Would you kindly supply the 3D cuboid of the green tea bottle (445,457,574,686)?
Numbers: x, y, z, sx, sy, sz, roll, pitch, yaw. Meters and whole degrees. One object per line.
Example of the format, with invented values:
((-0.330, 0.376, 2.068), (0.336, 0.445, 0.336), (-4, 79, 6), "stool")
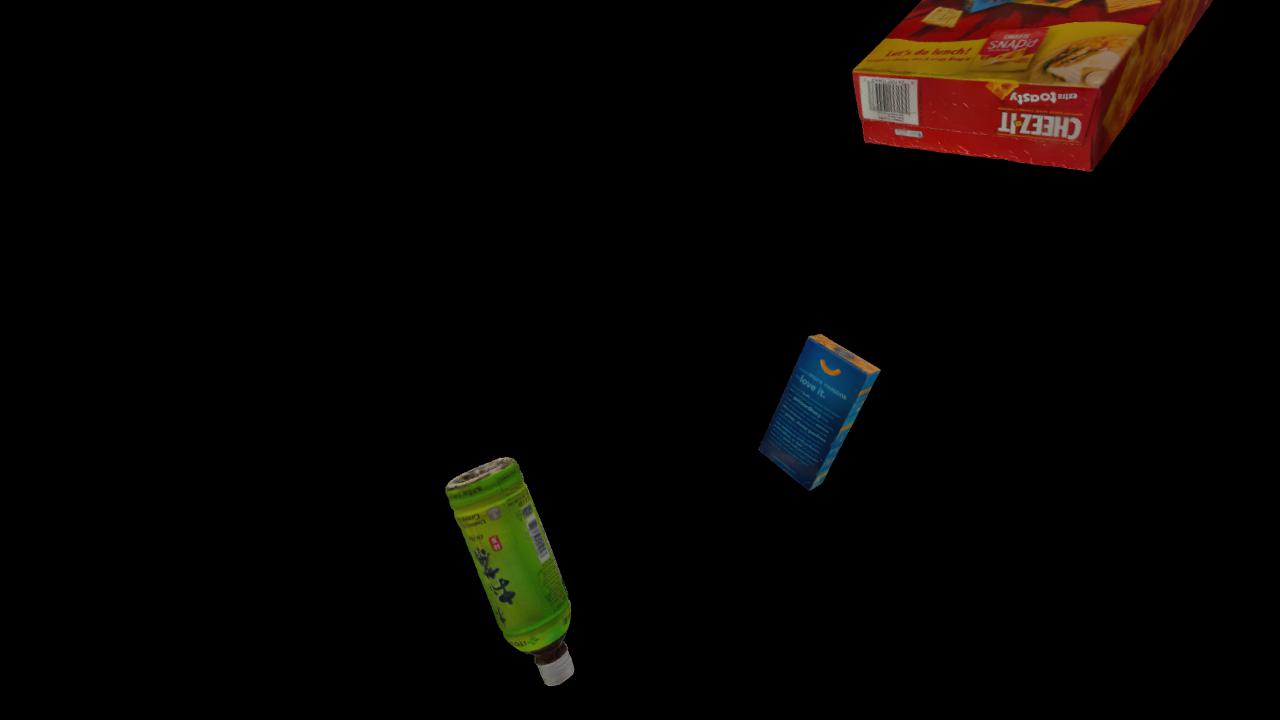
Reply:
((-0.111, 0.200, 0.572), (0.073, 0.212, 0.073), (-22, 3, 1), "green tea bottle")

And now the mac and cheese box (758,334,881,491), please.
((0.227, 0.068, 0.796), (0.041, 0.184, 0.093), (-11, 40, -41), "mac and cheese box")

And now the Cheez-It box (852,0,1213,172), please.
((0.291, -0.243, 0.451), (0.166, 0.223, 0.071), (28, -21, 42), "Cheez-It box")
